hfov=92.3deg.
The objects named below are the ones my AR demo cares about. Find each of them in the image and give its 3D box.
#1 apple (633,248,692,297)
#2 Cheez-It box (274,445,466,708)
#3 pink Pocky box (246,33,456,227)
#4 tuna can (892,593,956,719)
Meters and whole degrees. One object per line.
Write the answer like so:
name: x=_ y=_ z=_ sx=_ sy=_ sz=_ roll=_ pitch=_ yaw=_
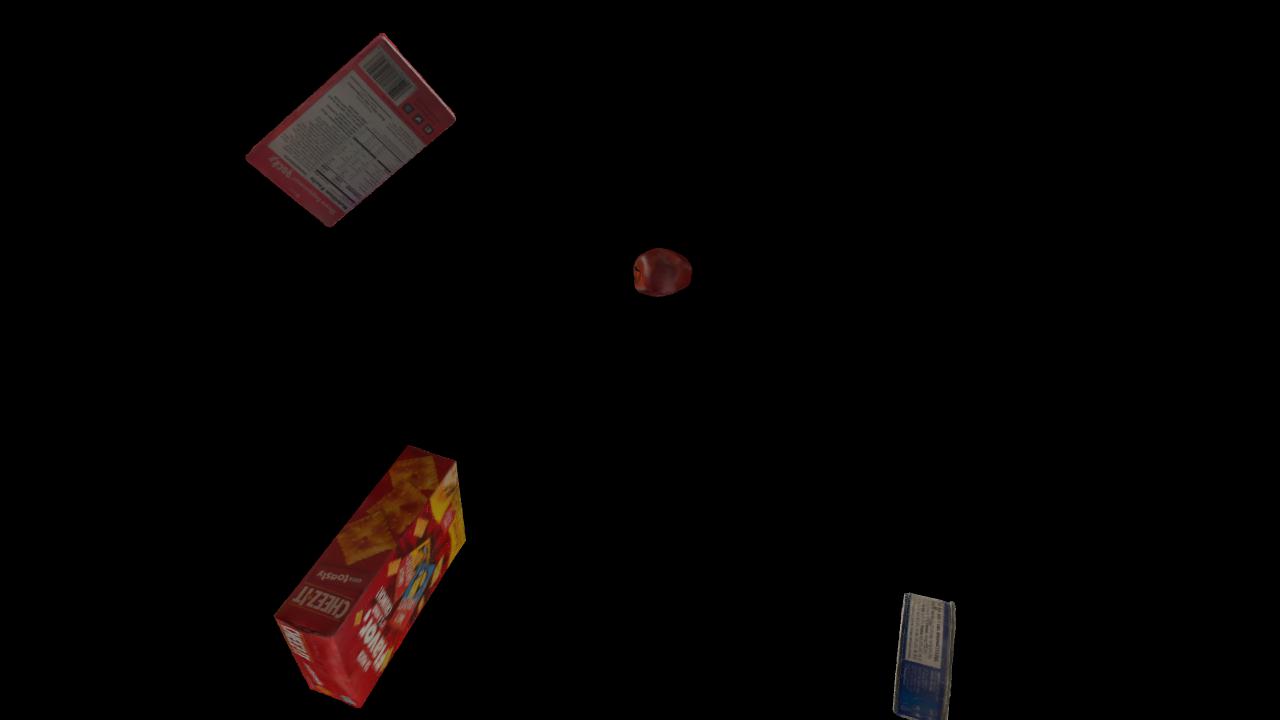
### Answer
apple: x=0.033 y=-0.134 z=0.937 sx=0.093 sy=0.079 sz=0.079 roll=0 pitch=0 yaw=-24
Cheez-It box: x=-0.277 y=0.231 z=0.673 sx=0.071 sy=0.166 sz=0.223 roll=16 pitch=41 yaw=8
pink Pocky box: x=-0.245 y=-0.193 z=0.527 sx=0.155 sy=0.029 sz=0.084 roll=-36 pitch=-50 yaw=9
tuna can: x=0.200 y=0.211 z=0.434 sx=0.034 sy=0.084 sz=0.084 roll=5 pitch=2 yaw=26
